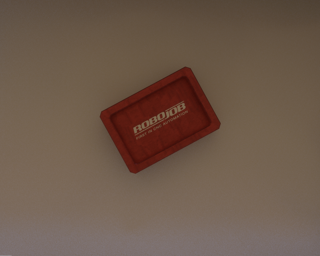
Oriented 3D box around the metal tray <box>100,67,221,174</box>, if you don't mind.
[{"bbox_3d":[0.000,-0.010,0.406,0.130,0.030,0.090,-28,90,-1],"label":"metal tray"}]
